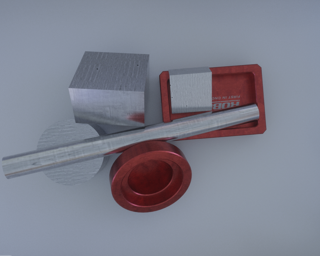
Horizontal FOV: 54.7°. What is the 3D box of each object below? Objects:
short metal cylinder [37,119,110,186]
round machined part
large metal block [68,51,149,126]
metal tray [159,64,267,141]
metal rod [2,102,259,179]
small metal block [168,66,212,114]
[{"bbox_3d":[-0.107,0.029,0.395,0.081,0.050,0.079,0,90,-1],"label":"short metal cylinder"},{"bbox_3d":[-0.014,0.056,0.385,0.099,0.042,0.097,-8,124,-12],"label":"round machined part"},{"bbox_3d":[-0.056,-0.049,0.374,0.081,0.080,0.050,3,132,0],"label":"large metal block"},{"bbox_3d":[0.067,-0.032,0.408,0.131,0.030,0.089,-5,90,-1],"label":"metal tray"},{"bbox_3d":[-0.024,0.011,0.368,0.302,0.025,0.025,-13,90,-11],"label":"metal rod"},{"bbox_3d":[0.038,-0.048,0.389,0.050,0.025,0.050,-5,116,0],"label":"small metal block"}]
